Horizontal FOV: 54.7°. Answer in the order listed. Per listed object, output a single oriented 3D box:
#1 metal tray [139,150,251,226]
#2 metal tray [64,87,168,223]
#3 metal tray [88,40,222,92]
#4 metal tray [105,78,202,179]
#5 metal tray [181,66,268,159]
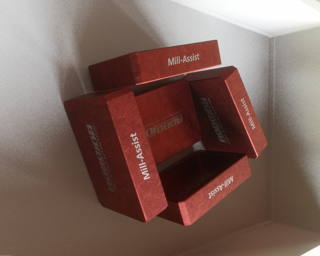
[{"bbox_3d":[0.044,0.070,0.401,0.131,0.090,0.030,-26,107,-37],"label":"metal tray"},{"bbox_3d":[-0.048,0.027,0.323,0.030,0.090,0.129,-27,107,-37],"label":"metal tray"},{"bbox_3d":[-0.004,-0.073,0.360,0.131,0.090,0.030,-20,103,-38],"label":"metal tray"},{"bbox_3d":[-0.008,-0.004,0.395,0.131,0.030,0.089,-25,106,-37],"label":"metal tray"},{"bbox_3d":[0.086,-0.019,0.437,0.030,0.090,0.130,-44,117,-31],"label":"metal tray"}]
